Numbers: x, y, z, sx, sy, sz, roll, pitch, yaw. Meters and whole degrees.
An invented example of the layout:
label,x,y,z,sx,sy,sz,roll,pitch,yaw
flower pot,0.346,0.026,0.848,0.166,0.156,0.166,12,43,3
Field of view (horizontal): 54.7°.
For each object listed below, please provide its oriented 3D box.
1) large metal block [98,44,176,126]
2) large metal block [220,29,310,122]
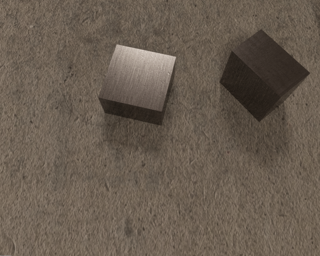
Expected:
label,x,y,z,sx,sy,sz,roll,pitch,yaw
large metal block,-0.028,-0.057,0.415,0.080,0.050,0.080,13,70,4
large metal block,0.131,-0.065,0.404,0.050,0.080,0.080,-38,75,-13
